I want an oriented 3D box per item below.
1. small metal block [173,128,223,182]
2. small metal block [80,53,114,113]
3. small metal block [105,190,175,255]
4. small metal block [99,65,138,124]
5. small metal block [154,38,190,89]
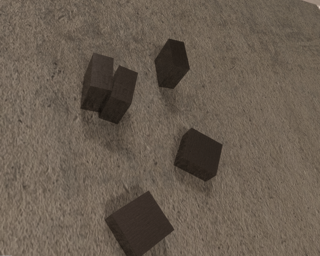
[{"bbox_3d":[0.051,0.035,0.412,0.050,0.025,0.050,29,52,-11],"label":"small metal block"},{"bbox_3d":[-0.077,-0.055,0.380,0.025,0.050,0.050,11,57,-23],"label":"small metal block"},{"bbox_3d":[-0.022,0.103,0.330,0.050,0.025,0.050,-26,76,-37],"label":"small metal block"},{"bbox_3d":[-0.052,-0.041,0.386,0.025,0.050,0.050,20,54,-17],"label":"small metal block"},{"bbox_3d":[0.017,-0.093,0.455,0.025,0.050,0.050,6,59,-26],"label":"small metal block"}]
